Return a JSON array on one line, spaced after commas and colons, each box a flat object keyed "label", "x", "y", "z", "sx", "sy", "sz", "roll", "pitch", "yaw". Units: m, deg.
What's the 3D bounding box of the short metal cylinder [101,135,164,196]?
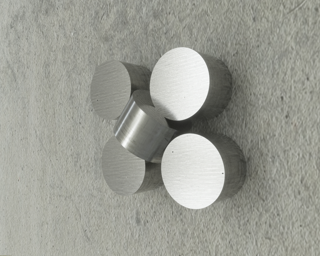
[{"label": "short metal cylinder", "x": -0.032, "y": 0.046, "z": 0.413, "sx": 0.080, "sy": 0.050, "sz": 0.079, "roll": 0, "pitch": 90, "yaw": 39}]

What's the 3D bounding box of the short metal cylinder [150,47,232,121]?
[{"label": "short metal cylinder", "x": 0.035, "y": -0.048, "z": 0.357, "sx": 0.080, "sy": 0.050, "sz": 0.079, "roll": 0, "pitch": 90, "yaw": 39}]

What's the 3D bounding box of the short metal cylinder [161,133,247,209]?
[{"label": "short metal cylinder", "x": 0.048, "y": 0.046, "z": 0.347, "sx": 0.080, "sy": 0.050, "sz": 0.079, "roll": 0, "pitch": 90, "yaw": 39}]

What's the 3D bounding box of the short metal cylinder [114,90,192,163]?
[{"label": "short metal cylinder", "x": -0.009, "y": -0.003, "z": 0.376, "sx": 0.080, "sy": 0.081, "sz": 0.050, "roll": 47, "pitch": 118, "yaw": 29}]

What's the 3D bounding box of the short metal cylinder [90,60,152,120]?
[{"label": "short metal cylinder", "x": -0.051, "y": -0.051, "z": 0.429, "sx": 0.080, "sy": 0.050, "sz": 0.079, "roll": 0, "pitch": 90, "yaw": 39}]
